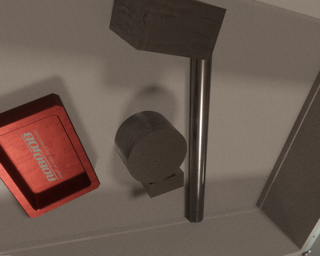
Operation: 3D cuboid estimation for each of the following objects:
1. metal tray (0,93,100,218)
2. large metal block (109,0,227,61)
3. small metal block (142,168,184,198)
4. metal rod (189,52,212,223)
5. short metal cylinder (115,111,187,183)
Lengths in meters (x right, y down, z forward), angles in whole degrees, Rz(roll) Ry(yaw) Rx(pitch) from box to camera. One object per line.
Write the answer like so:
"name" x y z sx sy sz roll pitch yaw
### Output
"metal tray" -0.133 0.035 0.354 0.091 0.030 0.129 -25 128 -14
"large metal block" 0.004 -0.108 0.309 0.081 0.080 0.050 1 118 -29
"small metal block" -0.001 0.065 0.434 0.050 0.050 0.025 -16 125 -20
"metal rod" 0.058 0.031 0.461 0.025 0.025 0.298 -16 125 -20
"short metal cylinder" -0.012 0.024 0.402 0.081 0.050 0.079 -14 124 -21
